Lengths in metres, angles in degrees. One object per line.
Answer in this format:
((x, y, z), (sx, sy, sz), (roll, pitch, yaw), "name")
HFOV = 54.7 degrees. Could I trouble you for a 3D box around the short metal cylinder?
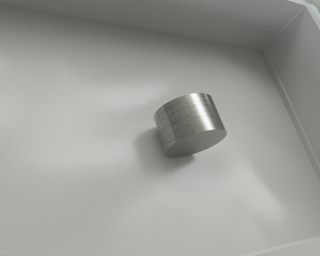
((0.038, -0.002, 0.393), (0.081, 0.080, 0.050), (-5, 64, -31), "short metal cylinder")
